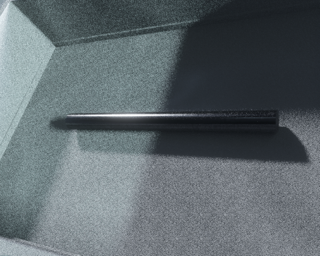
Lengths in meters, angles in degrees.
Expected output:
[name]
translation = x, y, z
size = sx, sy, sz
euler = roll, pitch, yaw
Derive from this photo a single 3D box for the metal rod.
[metal rod]
translation = -0.004, -0.009, 0.409
size = 0.300, 0.025, 0.025
euler = 1, 62, 28
